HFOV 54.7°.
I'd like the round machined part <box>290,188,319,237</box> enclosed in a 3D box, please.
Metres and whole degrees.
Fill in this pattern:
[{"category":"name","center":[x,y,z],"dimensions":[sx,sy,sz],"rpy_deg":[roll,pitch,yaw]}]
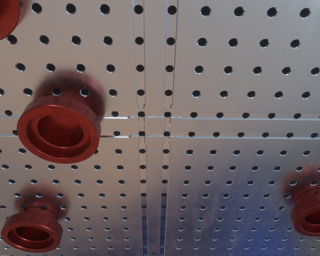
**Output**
[{"category":"round machined part","center":[0.271,0.139,0.523],"dimensions":[0.099,0.042,0.097],"rpy_deg":[-1,130,0]}]

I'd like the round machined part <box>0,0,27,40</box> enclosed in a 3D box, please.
[{"category":"round machined part","center":[-0.183,-0.125,0.291],"dimensions":[0.099,0.042,0.097],"rpy_deg":[-1,130,0]}]

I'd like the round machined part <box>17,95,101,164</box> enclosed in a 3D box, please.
[{"category":"round machined part","center":[-0.125,-0.002,0.397],"dimensions":[0.099,0.042,0.097],"rpy_deg":[-1,130,0]}]

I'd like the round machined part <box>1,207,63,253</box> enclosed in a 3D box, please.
[{"category":"round machined part","center":[-0.222,0.177,0.548],"dimensions":[0.099,0.042,0.097],"rpy_deg":[-1,130,0]}]
